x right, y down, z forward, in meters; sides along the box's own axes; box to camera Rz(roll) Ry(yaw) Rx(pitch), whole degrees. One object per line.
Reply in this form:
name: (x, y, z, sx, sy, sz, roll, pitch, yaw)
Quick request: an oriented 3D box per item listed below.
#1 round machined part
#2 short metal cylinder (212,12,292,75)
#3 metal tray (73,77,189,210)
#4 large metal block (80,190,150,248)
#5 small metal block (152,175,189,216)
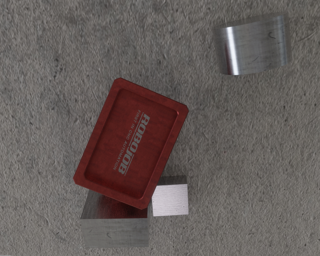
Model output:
round machined part: (-0.043, 0.034, 0.399, 0.099, 0.042, 0.097, 0, 93, -4)
short metal cylinder: (0.103, -0.095, 0.346, 0.080, 0.080, 0.050, -12, 110, 4)
metal tray: (-0.033, 0.018, 0.362, 0.090, 0.030, 0.129, 23, 92, -5)
large metal block: (-0.055, 0.111, 0.418, 0.080, 0.080, 0.050, -1, 118, 0)
small metal block: (0.014, 0.097, 0.446, 0.050, 0.025, 0.050, -4, 110, 1)
